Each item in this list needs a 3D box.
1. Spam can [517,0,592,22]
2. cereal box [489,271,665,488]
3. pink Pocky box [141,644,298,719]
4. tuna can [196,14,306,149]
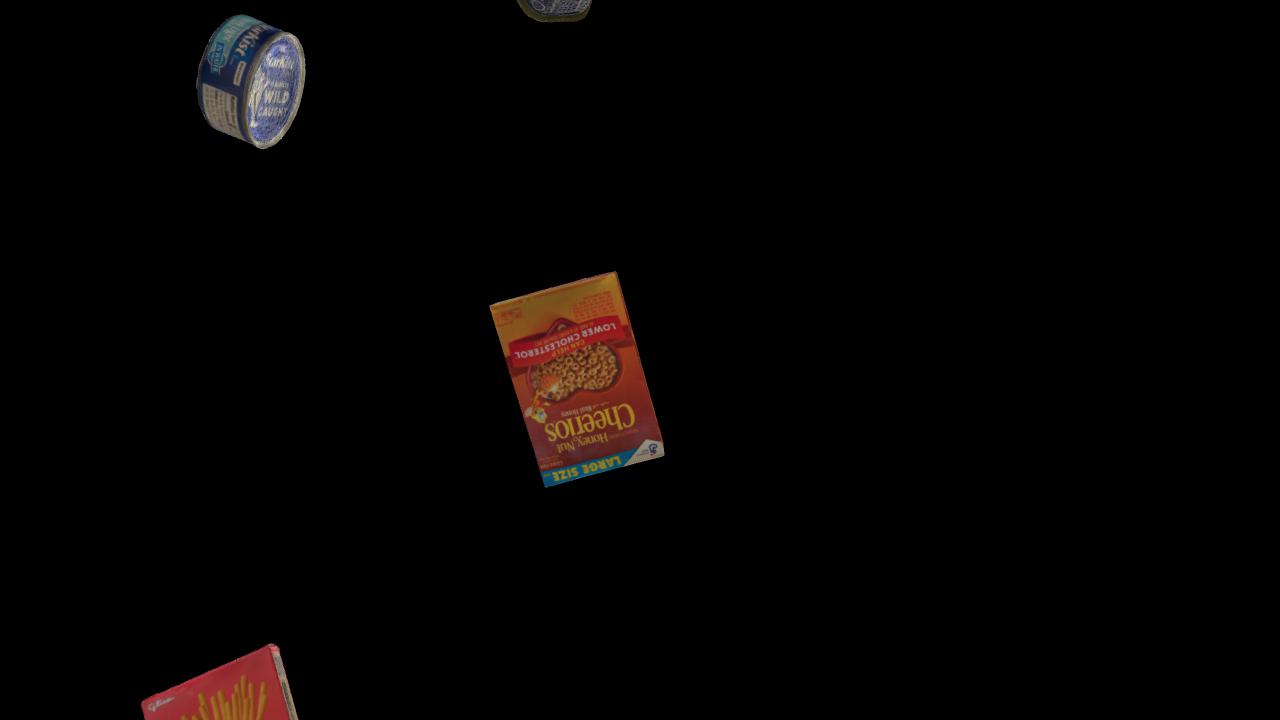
[{"bbox_3d":[-0.056,-0.300,0.414,0.058,0.101,0.085,-14,6,-18],"label":"Spam can"},{"bbox_3d":[-0.094,0.031,0.981,0.203,0.306,0.081,-14,9,2],"label":"cereal box"},{"bbox_3d":[-0.285,0.296,0.437,0.084,0.155,0.029,-19,-16,-22],"label":"pink Pocky box"},{"bbox_3d":[-0.275,-0.198,0.440,0.034,0.084,0.084,21,-5,-13],"label":"tuna can"}]
